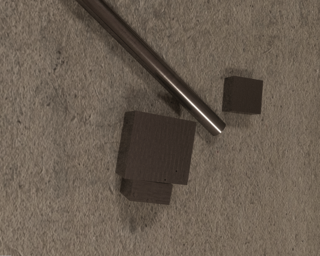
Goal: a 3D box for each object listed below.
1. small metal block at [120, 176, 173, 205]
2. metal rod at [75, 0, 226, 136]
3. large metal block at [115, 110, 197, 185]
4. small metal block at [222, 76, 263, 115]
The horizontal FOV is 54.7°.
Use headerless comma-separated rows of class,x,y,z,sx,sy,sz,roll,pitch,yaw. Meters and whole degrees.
small metal block,-0.018,0.076,0.390,0.050,0.050,0.025,11,87,-20
metal rod,-0.022,-0.097,0.401,0.300,0.025,0.025,43,76,-15
large metal block,-0.006,0.025,0.395,0.081,0.050,0.080,10,87,-20
small metal block,0.121,-0.047,0.455,0.050,0.025,0.050,5,88,-20
